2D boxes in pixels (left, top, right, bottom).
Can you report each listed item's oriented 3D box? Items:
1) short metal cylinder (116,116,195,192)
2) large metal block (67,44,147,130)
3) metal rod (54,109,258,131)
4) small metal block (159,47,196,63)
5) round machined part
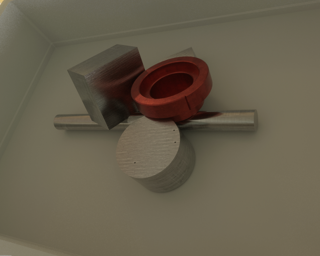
[{"bbox_3d":[-0.004,0.030,0.369,0.080,0.050,0.080,-13,56,20],"label":"short metal cylinder"},{"bbox_3d":[-0.063,-0.057,0.416,0.080,0.080,0.050,-36,36,-25],"label":"large metal block"},{"bbox_3d":[-0.025,-0.009,0.419,0.300,0.025,0.025,0,62,27],"label":"metal rod"},{"bbox_3d":[0.029,-0.080,0.437,0.050,0.025,0.050,-19,54,16],"label":"small metal block"},{"bbox_3d":[0.017,-0.044,0.385,0.098,0.042,0.098,-15,39,12],"label":"round machined part"}]
